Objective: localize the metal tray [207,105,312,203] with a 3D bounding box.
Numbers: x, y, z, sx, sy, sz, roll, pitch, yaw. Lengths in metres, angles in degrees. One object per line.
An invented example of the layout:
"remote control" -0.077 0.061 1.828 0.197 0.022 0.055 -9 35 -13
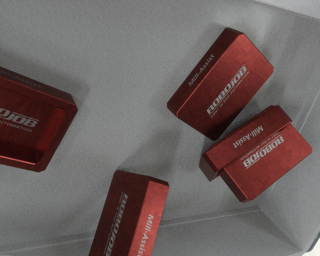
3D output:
"metal tray" 0.144 0.035 0.454 0.131 0.090 0.030 -32 166 -18

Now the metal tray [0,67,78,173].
"metal tray" -0.162 -0.012 0.309 0.131 0.030 0.090 22 107 -36

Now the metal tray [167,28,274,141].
"metal tray" 0.082 -0.054 0.416 0.090 0.030 0.130 31 101 -38

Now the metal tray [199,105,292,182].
"metal tray" 0.122 0.026 0.458 0.131 0.030 0.090 -32 163 -7

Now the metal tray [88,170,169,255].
"metal tray" -0.042 0.122 0.383 0.030 0.090 0.130 24 75 -32
